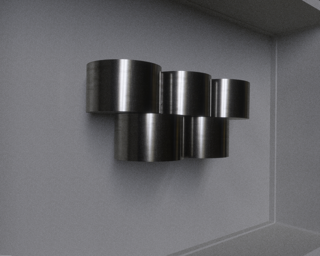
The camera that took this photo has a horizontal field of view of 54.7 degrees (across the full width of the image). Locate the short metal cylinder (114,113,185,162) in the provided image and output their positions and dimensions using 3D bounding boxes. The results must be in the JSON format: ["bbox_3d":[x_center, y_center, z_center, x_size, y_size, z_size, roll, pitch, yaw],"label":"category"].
[{"bbox_3d":[-0.012,0.010,0.358,0.081,0.080,0.050,1,90,-40],"label":"short metal cylinder"}]

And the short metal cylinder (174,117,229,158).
[{"bbox_3d":[0.051,0.012,0.411,0.081,0.080,0.050,1,90,-40],"label":"short metal cylinder"}]

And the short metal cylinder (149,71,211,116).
[{"bbox_3d":[0.024,-0.039,0.388,0.081,0.080,0.050,1,90,-40],"label":"short metal cylinder"}]

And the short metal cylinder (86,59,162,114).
[{"bbox_3d":[-0.039,-0.041,0.336,0.081,0.080,0.050,1,90,-40],"label":"short metal cylinder"}]

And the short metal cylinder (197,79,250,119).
[{"bbox_3d":[0.086,-0.038,0.440,0.081,0.080,0.050,2,89,-40],"label":"short metal cylinder"}]
